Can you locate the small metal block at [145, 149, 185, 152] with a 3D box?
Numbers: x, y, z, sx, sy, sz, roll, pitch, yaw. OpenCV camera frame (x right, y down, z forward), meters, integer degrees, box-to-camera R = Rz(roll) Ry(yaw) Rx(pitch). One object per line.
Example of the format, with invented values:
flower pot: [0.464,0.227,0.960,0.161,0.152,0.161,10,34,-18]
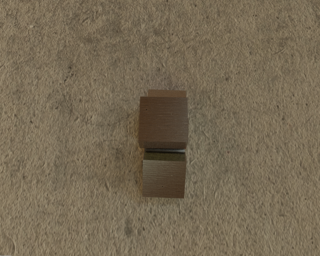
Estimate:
small metal block: [0.006,0.020,0.403,0.050,0.025,0.050,2,70,0]

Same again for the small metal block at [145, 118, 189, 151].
small metal block: [0.006,0.008,0.366,0.050,0.050,0.025,2,70,0]

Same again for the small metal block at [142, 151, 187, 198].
small metal block: [0.005,0.056,0.375,0.050,0.025,0.050,2,111,0]

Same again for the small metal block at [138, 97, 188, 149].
small metal block: [0.004,-0.005,0.332,0.050,0.025,0.050,1,70,0]

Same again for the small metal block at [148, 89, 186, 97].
small metal block: [0.009,-0.027,0.407,0.050,0.025,0.050,2,34,1]
